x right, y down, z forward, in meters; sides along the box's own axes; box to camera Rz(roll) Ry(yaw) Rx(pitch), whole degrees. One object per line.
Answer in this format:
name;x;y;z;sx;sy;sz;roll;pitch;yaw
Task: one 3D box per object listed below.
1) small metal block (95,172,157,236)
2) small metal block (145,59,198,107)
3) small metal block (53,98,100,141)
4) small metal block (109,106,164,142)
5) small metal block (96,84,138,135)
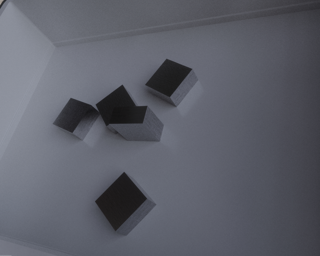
small metal block;-0.041;0.090;0.371;0.050;0.025;0.050;-45;51;-4
small metal block;0.016;-0.064;0.435;0.050;0.025;0.050;31;79;37
small metal block;-0.129;-0.015;0.480;0.050;0.025;0.050;19;72;35
small metal block;-0.030;-0.005;0.407;0.050;0.050;0.025;0;62;27
small metal block;-0.059;-0.027;0.452;0.050;0.025;0.050;-36;51;3
